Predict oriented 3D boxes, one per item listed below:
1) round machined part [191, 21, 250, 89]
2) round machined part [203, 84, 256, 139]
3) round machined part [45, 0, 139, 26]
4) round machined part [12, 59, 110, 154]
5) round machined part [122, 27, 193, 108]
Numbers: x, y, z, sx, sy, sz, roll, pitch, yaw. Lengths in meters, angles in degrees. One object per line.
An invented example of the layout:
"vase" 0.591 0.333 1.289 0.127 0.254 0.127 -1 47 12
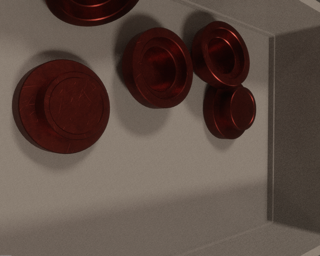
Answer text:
"round machined part" 0.085 -0.104 0.461 0.099 0.042 0.098 8 76 -34
"round machined part" 0.118 -0.030 0.497 0.099 0.042 0.097 0 91 -40
"round machined part" -0.069 -0.150 0.309 0.099 0.098 0.042 -6 69 -40
"round machined part" -0.093 -0.022 0.318 0.099 0.042 0.097 0 90 -40
"round machined part" -0.007 -0.073 0.391 0.099 0.042 0.097 0 90 -40
